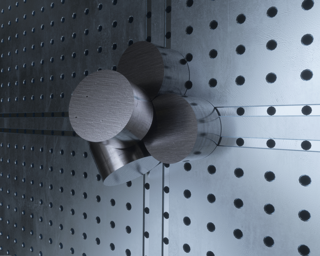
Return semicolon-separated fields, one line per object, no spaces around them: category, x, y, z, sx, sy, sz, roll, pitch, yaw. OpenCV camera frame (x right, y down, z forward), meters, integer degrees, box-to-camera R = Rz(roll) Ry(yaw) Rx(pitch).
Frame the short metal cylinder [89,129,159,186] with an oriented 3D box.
short metal cylinder;-0.046;0.035;0.409;0.080;0.081;0.050;-41;66;32

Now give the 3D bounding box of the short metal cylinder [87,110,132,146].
short metal cylinder;-0.066;-0.007;0.426;0.080;0.081;0.050;-41;65;32

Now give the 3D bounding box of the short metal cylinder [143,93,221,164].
short metal cylinder;0.025;0.001;0.370;0.080;0.050;0.079;0;90;39

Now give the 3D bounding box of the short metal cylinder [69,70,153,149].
short metal cylinder;-0.055;-0.020;0.352;0.080;0.050;0.080;-5;77;21

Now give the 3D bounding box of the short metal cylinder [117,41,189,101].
short metal cylinder;-0.010;-0.066;0.398;0.080;0.050;0.079;0;90;39
